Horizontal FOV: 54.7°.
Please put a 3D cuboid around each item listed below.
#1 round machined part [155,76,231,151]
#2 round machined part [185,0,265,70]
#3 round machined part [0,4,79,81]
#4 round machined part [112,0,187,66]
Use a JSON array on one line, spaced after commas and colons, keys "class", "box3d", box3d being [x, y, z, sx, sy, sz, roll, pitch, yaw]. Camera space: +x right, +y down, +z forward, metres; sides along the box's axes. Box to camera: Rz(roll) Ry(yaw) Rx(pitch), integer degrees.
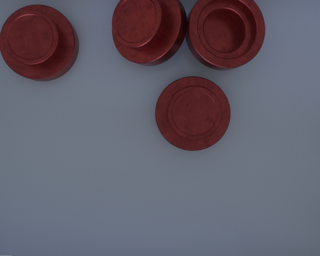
[{"class": "round machined part", "box3d": [0.043, -0.019, 0.403, 0.099, 0.042, 0.097, 0, 90, 0]}, {"class": "round machined part", "box3d": [0.080, -0.123, 0.398, 0.099, 0.042, 0.097, 0, 91, -9]}, {"class": "round machined part", "box3d": [-0.160, -0.112, 0.401, 0.099, 0.042, 0.097, 0, 90, 0]}, {"class": "round machined part", "box3d": [-0.020, -0.129, 0.383, 0.098, 0.042, 0.097, 0, 90, 27]}]
